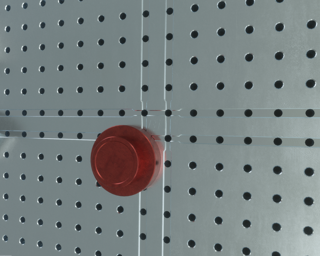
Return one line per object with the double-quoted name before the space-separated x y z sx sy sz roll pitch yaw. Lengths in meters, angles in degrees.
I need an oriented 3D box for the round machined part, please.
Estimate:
"round machined part" -0.052 0.045 0.421 0.098 0.042 0.097 0 90 19
